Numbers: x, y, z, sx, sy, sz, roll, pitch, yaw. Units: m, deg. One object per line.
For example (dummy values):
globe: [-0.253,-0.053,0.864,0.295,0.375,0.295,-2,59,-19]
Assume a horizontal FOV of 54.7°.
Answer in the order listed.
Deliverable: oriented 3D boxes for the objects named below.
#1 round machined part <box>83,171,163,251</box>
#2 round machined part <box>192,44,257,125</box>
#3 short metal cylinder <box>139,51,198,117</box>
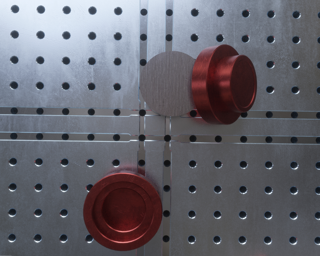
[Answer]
round machined part: [-0.046,0.104,0.404,0.099,0.042,0.097,0,90,-1]
round machined part: [0.084,-0.053,0.377,0.042,0.099,0.097,2,90,42]
short metal cylinder: [0.015,-0.054,0.401,0.081,0.050,0.079,0,90,-1]
